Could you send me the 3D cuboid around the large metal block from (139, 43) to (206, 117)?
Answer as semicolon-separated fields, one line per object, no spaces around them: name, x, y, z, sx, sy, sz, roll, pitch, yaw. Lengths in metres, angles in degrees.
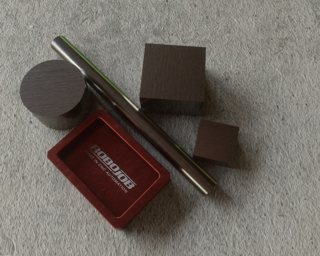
large metal block;0.018;-0.064;0.420;0.081;0.050;0.080;4;70;1

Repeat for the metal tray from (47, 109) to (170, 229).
metal tray;-0.063;0.049;0.388;0.130;0.030;0.090;42;75;13

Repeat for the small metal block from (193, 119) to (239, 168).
small metal block;0.072;0.020;0.403;0.050;0.025;0.050;12;70;4

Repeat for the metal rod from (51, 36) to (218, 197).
metal rod;-0.043;-0.024;0.417;0.025;0.025;0.300;-43;76;-14

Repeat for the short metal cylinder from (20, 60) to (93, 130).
short metal cylinder;-0.134;-0.043;0.410;0.081;0.050;0.080;0;70;0
